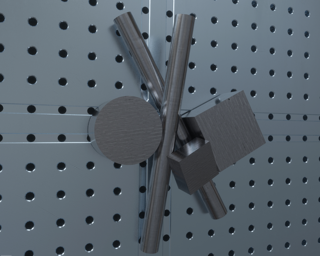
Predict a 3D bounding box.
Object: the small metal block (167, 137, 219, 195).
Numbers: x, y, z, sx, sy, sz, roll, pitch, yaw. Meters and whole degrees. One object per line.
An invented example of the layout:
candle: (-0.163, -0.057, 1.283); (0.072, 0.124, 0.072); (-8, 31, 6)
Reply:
small metal block: (0.042, 0.047, 0.391); (0.050, 0.025, 0.050); (-31, 116, -25)

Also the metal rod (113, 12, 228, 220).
metal rod: (0.018, -0.009, 0.415); (0.025, 0.025, 0.299); (-30, 100, -18)

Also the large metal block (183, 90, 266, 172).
large metal block: (0.085, 0.003, 0.426); (0.080, 0.050, 0.080); (-29, 100, -18)

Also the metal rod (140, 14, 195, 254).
metal rod: (0.008, 0.011, 0.391); (0.025, 0.025, 0.298); (7, 96, -20)

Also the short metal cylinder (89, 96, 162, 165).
short metal cylinder: (-0.044, 0.003, 0.380); (0.081, 0.050, 0.079); (0, 90, -21)
